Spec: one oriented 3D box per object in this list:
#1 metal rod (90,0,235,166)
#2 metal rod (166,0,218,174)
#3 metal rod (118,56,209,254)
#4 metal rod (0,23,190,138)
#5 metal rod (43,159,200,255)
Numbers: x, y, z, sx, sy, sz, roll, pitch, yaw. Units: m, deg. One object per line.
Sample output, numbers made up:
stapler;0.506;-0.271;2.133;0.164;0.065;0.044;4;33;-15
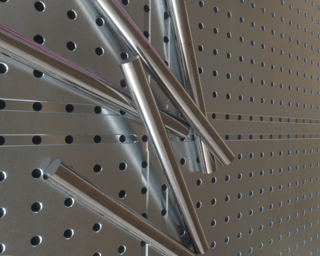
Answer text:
metal rod;0.009;-0.059;0.400;0.300;0.025;0.025;50;60;-22
metal rod;0.044;-0.078;0.448;0.025;0.025;0.298;-21;104;-38
metal rod;0.014;0.052;0.401;0.025;0.025;0.298;-38;120;-33
metal rod;-0.075;-0.048;0.347;0.301;0.025;0.025;25;74;-37
metal rod;-0.019;0.131;0.395;0.300;0.025;0.025;44;63;-31
